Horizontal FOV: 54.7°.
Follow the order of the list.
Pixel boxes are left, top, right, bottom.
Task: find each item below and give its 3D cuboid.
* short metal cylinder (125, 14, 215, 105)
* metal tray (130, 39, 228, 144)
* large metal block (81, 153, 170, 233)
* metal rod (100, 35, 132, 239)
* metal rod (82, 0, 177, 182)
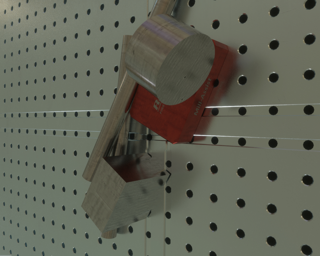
[{"bbox_3d":[0.011,-0.071,0.325,0.050,0.081,0.080,42,115,32],"label":"short metal cylinder"},{"bbox_3d":[0.019,-0.056,0.391,0.090,0.030,0.129,32,110,35],"label":"metal tray"},{"bbox_3d":[-0.045,0.082,0.411,0.050,0.081,0.079,39,114,33],"label":"large metal block"},{"bbox_3d":[-0.059,0.017,0.458,0.025,0.025,0.298,13,98,39],"label":"metal rod"},{"bbox_3d":[-0.039,-0.061,0.419,0.025,0.025,0.298,32,103,35],"label":"metal rod"}]
